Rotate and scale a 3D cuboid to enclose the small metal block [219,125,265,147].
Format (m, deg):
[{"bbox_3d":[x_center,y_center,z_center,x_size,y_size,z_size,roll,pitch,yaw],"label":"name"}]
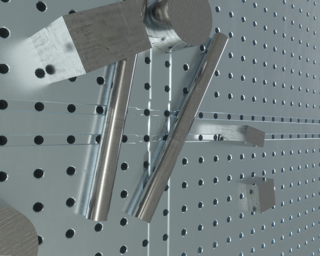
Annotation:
[{"bbox_3d":[0.134,0.013,0.505,0.050,0.050,0.025,17,79,-39],"label":"small metal block"}]

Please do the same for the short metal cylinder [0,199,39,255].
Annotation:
[{"bbox_3d":[-0.153,0.102,0.264,0.081,0.050,0.080,0,90,-40],"label":"short metal cylinder"}]

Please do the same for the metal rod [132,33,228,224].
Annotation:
[{"bbox_3d":[0.036,-0.013,0.438,0.025,0.025,0.300,38,67,-34],"label":"metal rod"}]

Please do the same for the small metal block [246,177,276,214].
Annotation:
[{"bbox_3d":[0.184,0.121,0.563,0.050,0.025,0.050,-10,97,-40],"label":"small metal block"}]

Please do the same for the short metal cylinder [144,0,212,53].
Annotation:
[{"bbox_3d":[0.024,-0.145,0.412,0.081,0.050,0.080,0,90,-40],"label":"short metal cylinder"}]

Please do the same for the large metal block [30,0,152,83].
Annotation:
[{"bbox_3d":[-0.070,-0.087,0.314,0.081,0.080,0.050,-32,110,-36],"label":"large metal block"}]

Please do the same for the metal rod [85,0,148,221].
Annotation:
[{"bbox_3d":[-0.047,-0.044,0.369,0.025,0.025,0.299,16,80,-39],"label":"metal rod"}]
